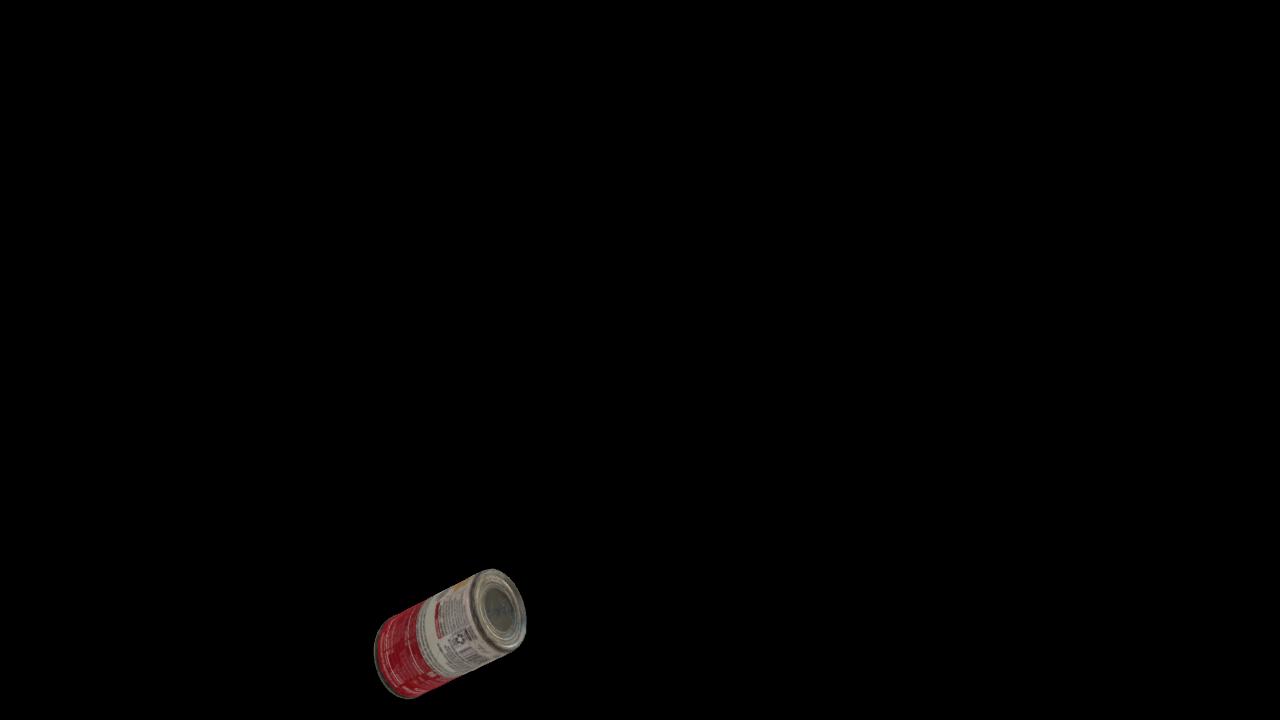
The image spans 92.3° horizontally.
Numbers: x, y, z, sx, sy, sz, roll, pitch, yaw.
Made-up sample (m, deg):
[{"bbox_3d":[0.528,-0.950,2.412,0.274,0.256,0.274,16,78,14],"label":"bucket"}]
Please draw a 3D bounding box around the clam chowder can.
[{"bbox_3d":[-0.151,0.220,0.497,0.102,0.068,0.068,-30,-8,14],"label":"clam chowder can"}]
